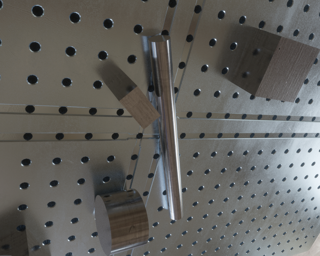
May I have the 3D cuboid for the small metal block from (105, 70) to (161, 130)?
[{"bbox_3d":[-0.032,-0.033,0.359,0.025,0.050,0.050,-40,130,-1],"label":"small metal block"}]

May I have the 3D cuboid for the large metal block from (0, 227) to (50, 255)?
[{"bbox_3d":[-0.195,0.191,0.407,0.080,0.050,0.080,-26,128,-13],"label":"large metal block"}]

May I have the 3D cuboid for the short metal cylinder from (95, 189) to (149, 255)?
[{"bbox_3d":[-0.055,0.128,0.426,0.050,0.080,0.079,-6,121,-26],"label":"short metal cylinder"}]

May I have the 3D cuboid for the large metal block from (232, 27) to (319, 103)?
[{"bbox_3d":[0.160,-0.086,0.432,0.081,0.050,0.079,4,116,-31],"label":"large metal block"}]

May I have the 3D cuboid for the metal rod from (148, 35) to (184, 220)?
[{"bbox_3d":[0.013,0.021,0.433,0.025,0.025,0.298,-19,126,-18],"label":"metal rod"}]
